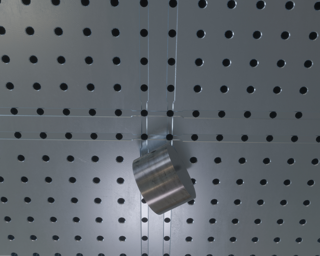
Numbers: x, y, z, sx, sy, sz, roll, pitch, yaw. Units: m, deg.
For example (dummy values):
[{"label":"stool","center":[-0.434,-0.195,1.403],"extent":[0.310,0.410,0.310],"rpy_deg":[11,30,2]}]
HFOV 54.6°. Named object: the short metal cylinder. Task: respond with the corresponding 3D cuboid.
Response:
[{"label":"short metal cylinder","center":[0.006,0.066,0.408],"extent":[0.050,0.080,0.080],"rpy_deg":[-28,108,10]}]
